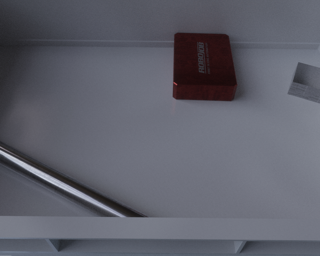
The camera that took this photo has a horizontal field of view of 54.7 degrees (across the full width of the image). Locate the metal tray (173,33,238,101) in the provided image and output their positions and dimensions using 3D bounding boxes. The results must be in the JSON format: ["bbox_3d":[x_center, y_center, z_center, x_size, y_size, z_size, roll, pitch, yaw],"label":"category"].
[{"bbox_3d":[0.067,-0.099,0.486,0.091,0.030,0.130,2,50,1],"label":"metal tray"}]

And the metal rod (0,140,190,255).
[{"bbox_3d":[-0.109,0.064,0.349,0.301,0.025,0.025,22,53,17],"label":"metal rod"}]

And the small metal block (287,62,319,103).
[{"bbox_3d":[0.226,-0.068,0.465,0.050,0.025,0.050,20,53,15],"label":"small metal block"}]
